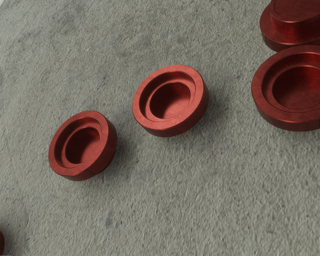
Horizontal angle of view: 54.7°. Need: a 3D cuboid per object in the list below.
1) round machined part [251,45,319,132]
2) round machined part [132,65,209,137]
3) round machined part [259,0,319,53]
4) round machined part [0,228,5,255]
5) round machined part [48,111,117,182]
[{"bbox_3d":[0.153,-0.038,0.336,0.098,0.042,0.098,-13,56,21],"label":"round machined part"},{"bbox_3d":[0.017,-0.031,0.403,0.098,0.042,0.098,-13,56,21],"label":"round machined part"},{"bbox_3d":[0.176,-0.143,0.389,0.098,0.042,0.098,-13,56,21],"label":"round machined part"},{"bbox_3d":[-0.256,0.168,0.424,0.098,0.042,0.098,-13,56,21],"label":"round machined part"},{"bbox_3d":[-0.101,0.028,0.429,0.098,0.042,0.098,-13,56,21],"label":"round machined part"}]
